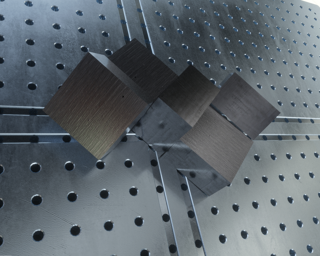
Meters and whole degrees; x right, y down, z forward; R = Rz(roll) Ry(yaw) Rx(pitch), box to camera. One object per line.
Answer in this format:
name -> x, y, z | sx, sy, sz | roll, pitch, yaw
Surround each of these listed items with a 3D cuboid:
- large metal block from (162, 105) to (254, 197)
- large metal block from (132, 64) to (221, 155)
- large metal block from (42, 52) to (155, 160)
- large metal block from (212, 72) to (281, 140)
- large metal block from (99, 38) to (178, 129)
large metal block -> 0.064, 0.028, 0.409 | 0.080, 0.050, 0.080 | 41, 51, 1
large metal block -> 0.020, -0.023, 0.396 | 0.050, 0.080, 0.080 | 42, 51, -2
large metal block -> -0.065, -0.025, 0.344 | 0.080, 0.080, 0.050 | 42, 12, 0
large metal block -> 0.116, -0.034, 0.448 | 0.080, 0.050, 0.080 | 42, 11, 0
large metal block -> -0.035, -0.059, 0.409 | 0.080, 0.050, 0.080 | 42, 52, -1
